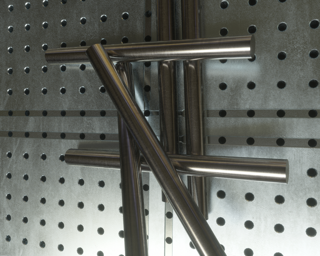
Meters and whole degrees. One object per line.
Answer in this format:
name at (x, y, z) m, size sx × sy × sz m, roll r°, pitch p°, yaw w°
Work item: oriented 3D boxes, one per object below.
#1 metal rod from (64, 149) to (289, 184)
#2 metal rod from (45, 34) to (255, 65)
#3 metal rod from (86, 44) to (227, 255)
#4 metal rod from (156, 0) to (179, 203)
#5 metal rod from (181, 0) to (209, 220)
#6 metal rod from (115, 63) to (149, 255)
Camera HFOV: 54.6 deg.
metal rod at (-0.002, 0.044, 0.387) m, size 0.300 × 0.025 × 0.025 m, roll 0°, pitch 90°, yaw 30°
metal rod at (-0.033, -0.098, 0.402) m, size 0.300 × 0.025 × 0.025 m, roll 5°, pitch 92°, yaw 28°
metal rod at (-0.010, 0.024, 0.361) m, size 0.025 × 0.025 × 0.299 m, roll -36°, pitch 74°, yaw 16°
metal rod at (0.010, -0.054, 0.409) m, size 0.025 × 0.025 × 0.298 m, roll -2°, pitch 89°, yaw 20°
metal rod at (0.044, -0.034, 0.397) m, size 0.025 × 0.025 × 0.298 m, roll -2°, pitch 89°, yaw 20°
metal rod at (-0.035, 0.050, 0.371) m, size 0.025 × 0.025 × 0.299 m, roll -16°, pitch 64°, yaw 19°
